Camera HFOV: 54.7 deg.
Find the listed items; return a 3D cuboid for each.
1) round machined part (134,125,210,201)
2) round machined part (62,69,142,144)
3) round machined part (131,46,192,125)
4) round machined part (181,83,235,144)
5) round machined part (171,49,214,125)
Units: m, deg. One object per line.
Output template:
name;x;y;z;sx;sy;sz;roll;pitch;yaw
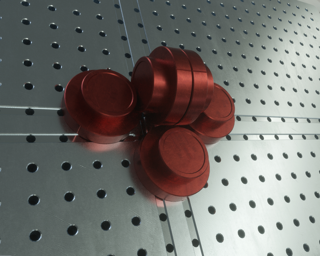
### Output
round machined part;0.021;0.038;0.387;0.099;0.042;0.098;14;56;-21
round machined part;-0.067;-0.033;0.382;0.099;0.042;0.098;14;56;-21
round machined part;-0.005;-0.052;0.384;0.042;0.097;0.098;1;61;-28
round machined part;0.070;-0.029;0.454;0.099;0.042;0.098;14;56;-21
round machined part;0.033;-0.053;0.406;0.042;0.097;0.098;-1;62;-29
